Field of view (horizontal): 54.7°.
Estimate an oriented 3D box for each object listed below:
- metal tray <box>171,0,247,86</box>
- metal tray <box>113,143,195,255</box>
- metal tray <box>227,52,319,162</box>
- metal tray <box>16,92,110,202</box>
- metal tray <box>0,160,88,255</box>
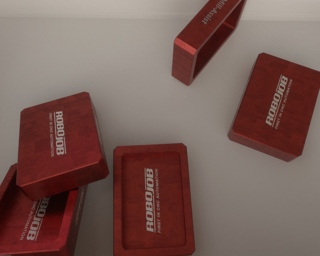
[{"bbox_3d":[0.067,-0.129,0.422,0.030,0.090,0.130,36,74,12],"label":"metal tray"},{"bbox_3d":[-0.009,0.086,0.375,0.091,0.030,0.130,-3,70,-1],"label":"metal tray"},{"bbox_3d":[0.156,-0.030,0.419,0.090,0.030,0.130,22,71,7],"label":"metal tray"},{"bbox_3d":[-0.118,0.015,0.372,0.091,0.030,0.130,-17,45,-6],"label":"metal tray"},{"bbox_3d":[-0.132,0.088,0.335,0.091,0.030,0.130,-4,33,-2],"label":"metal tray"}]
